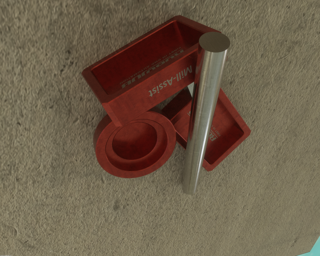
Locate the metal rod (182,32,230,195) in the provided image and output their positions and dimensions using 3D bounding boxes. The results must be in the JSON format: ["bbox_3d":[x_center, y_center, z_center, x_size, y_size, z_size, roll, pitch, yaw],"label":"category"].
[{"bbox_3d":[0.046,0.013,0.374,0.025,0.025,0.299,-24,149,-14],"label":"metal rod"}]

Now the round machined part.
[{"bbox_3d":[-0.033,0.011,0.383,0.099,0.042,0.097,-11,125,-15],"label":"round machined part"}]

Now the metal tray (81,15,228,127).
[{"bbox_3d":[-0.009,-0.065,0.322,0.131,0.090,0.030,-33,129,-8],"label":"metal tray"}]

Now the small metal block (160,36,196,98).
[{"bbox_3d":[0.029,-0.070,0.360,0.025,0.050,0.050,-35,144,-2],"label":"small metal block"}]

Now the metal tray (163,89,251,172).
[{"bbox_3d":[0.066,-0.003,0.441,0.090,0.030,0.130,-44,130,2],"label":"metal tray"}]
